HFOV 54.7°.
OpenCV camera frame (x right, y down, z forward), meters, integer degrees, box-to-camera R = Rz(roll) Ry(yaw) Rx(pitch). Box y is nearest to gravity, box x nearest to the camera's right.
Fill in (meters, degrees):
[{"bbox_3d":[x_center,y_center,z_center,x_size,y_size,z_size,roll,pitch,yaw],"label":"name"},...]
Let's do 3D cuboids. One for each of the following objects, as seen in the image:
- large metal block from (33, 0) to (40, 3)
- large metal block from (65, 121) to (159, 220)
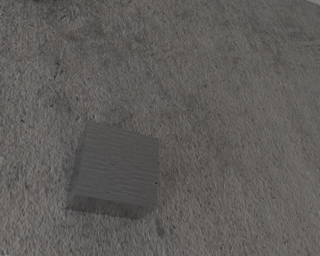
[{"bbox_3d":[-0.183,-0.237,0.434,0.080,0.050,0.080,32,52,-8],"label":"large metal block"},{"bbox_3d":[-0.049,0.047,0.332,0.081,0.050,0.080,15,56,-20],"label":"large metal block"}]
